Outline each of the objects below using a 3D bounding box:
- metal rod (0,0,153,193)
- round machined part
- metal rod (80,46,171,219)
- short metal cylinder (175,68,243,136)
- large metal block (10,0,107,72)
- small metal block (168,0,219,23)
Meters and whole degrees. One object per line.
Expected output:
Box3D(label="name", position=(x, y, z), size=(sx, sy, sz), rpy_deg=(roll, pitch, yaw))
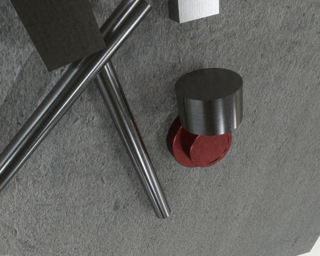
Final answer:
Box3D(label="metal rod", position=(-0.116, -0.011, 0.315), size=(0.299, 0.025, 0.025), rpy_deg=(-47, 130, 13))
Box3D(label="round machined part", position=(0.063, 0.017, 0.443), size=(0.099, 0.042, 0.097), rpy_deg=(-14, 125, -21))
Box3D(label="metal rod", position=(-0.033, 0.022, 0.403), size=(0.025, 0.025, 0.299), rpy_deg=(-28, 128, -11))
Box3D(label="short metal cylinder", position=(0.062, -0.034, 0.385), size=(0.081, 0.080, 0.050), rpy_deg=(-22, 127, -16))
Box3D(label="large metal block", position=(-0.093, -0.104, 0.257), size=(0.050, 0.080, 0.080), rpy_deg=(-27, 128, -12))
Box3D(label="small metal block", position=(0.036, -0.147, 0.337), size=(0.050, 0.025, 0.050), rpy_deg=(-20, 126, -17))
